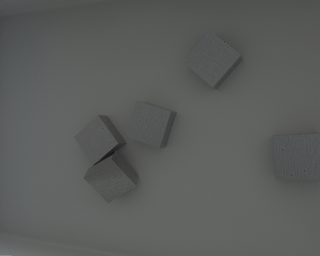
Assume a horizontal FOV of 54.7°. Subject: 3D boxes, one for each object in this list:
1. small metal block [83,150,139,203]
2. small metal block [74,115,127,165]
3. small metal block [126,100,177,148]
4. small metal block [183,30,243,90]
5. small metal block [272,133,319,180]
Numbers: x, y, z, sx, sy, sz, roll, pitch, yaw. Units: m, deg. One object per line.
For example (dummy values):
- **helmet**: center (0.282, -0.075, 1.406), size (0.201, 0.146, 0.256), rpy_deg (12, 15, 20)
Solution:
- **small metal block**: center (-0.066, 0.067, 0.423), size (0.050, 0.025, 0.050), rpy_deg (-34, 107, 17)
- **small metal block**: center (-0.085, 0.017, 0.440), size (0.050, 0.025, 0.050), rpy_deg (-40, 77, 15)
- **small metal block**: center (-0.011, -0.005, 0.414), size (0.050, 0.025, 0.050), rpy_deg (19, 96, 19)
- **small metal block**: center (0.066, -0.084, 0.387), size (0.050, 0.025, 0.050), rpy_deg (44, 103, 14)
- **small metal block**: center (0.157, 0.032, 0.355), size (0.050, 0.025, 0.050), rpy_deg (-4, 89, 20)
